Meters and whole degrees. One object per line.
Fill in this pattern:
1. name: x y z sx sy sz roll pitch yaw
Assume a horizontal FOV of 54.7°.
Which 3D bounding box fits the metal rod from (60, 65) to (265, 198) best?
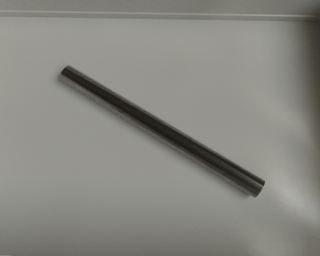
1. metal rod: -0.004 0.000 0.407 0.301 0.025 0.025 31 73 10
